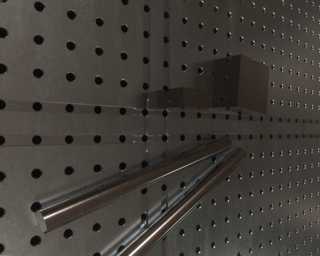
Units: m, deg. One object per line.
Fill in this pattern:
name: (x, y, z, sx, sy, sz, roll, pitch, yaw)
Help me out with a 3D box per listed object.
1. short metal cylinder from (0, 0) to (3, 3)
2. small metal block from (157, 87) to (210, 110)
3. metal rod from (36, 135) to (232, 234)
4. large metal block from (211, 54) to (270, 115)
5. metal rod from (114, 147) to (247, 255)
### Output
short metal cylinder: (-0.165, -0.098, 0.235, 0.050, 0.080, 0.080, 48, 62, -30)
small metal block: (0.032, -0.039, 0.422, 0.050, 0.050, 0.025, 0, 91, -40)
metal rod: (-0.007, 0.059, 0.405, 0.302, 0.025, 0.025, -17, 101, -39)
large metal block: (0.133, -0.067, 0.507, 0.081, 0.050, 0.080, 9, 85, -40)
metal rod: (0.033, 0.111, 0.439, 0.302, 0.025, 0.025, -33, 111, -35)
